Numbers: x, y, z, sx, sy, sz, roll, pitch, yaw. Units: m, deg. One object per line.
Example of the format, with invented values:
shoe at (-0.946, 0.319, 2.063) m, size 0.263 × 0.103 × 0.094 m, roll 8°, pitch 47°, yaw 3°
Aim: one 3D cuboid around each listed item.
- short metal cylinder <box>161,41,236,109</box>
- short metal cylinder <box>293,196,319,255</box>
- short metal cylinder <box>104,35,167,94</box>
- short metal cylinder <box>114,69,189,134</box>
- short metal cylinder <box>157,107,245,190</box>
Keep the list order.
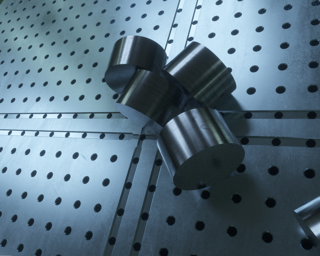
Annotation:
short metal cylinder at (0.047, -0.059, 0.384) m, size 0.050 × 0.080 × 0.080 m, roll -43°, pitch 51°, yaw -2°
short metal cylinder at (0.151, 0.088, 0.240) m, size 0.050 × 0.080 × 0.080 m, roll -33°, pitch 52°, yaw 7°
short metal cylinder at (-0.033, -0.084, 0.440) m, size 0.080 × 0.080 × 0.050 m, roll -4°, pitch 59°, yaw 26°
short metal cylinder at (-0.011, -0.030, 0.395) m, size 0.080 × 0.080 × 0.050 m, roll 22°, pitch 76°, yaw 35°
short metal cylinder at (0.043, 0.024, 0.335) m, size 0.080 × 0.080 × 0.050 m, roll -31°, pitch 52°, yaw 8°
